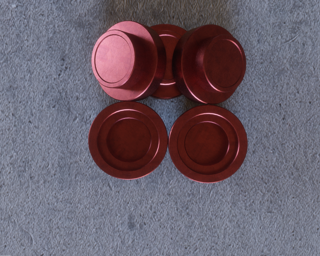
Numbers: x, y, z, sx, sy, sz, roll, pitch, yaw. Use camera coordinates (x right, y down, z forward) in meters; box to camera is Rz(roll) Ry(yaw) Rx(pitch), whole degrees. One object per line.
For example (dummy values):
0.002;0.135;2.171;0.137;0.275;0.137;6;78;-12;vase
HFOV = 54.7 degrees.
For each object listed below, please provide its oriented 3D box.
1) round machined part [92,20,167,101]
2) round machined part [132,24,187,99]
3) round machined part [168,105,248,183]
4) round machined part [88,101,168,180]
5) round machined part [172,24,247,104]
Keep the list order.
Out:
-0.044;-0.082;0.378;0.098;0.042;0.097;2;95;33;round machined part
0.007;-0.087;0.402;0.099;0.042;0.097;0;90;-1;round machined part
0.059;0.020;0.403;0.099;0.042;0.097;0;90;-1;round machined part
-0.039;0.015;0.402;0.099;0.042;0.097;0;90;-1;round machined part
0.067;-0.078;0.382;0.099;0.042;0.097;-4;97;-31;round machined part
